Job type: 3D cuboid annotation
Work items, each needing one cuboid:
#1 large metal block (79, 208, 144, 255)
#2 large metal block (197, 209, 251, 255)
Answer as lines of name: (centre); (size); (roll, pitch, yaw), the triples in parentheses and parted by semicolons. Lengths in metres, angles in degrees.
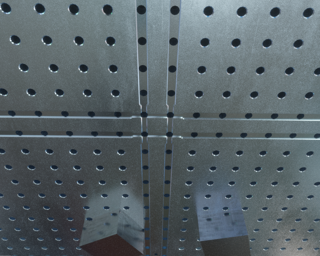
large metal block: (-0.085, 0.199, 0.564); (0.080, 0.050, 0.080); (-25, 126, 19)
large metal block: (0.117, 0.198, 0.564); (0.080, 0.050, 0.080); (-11, 129, 9)
